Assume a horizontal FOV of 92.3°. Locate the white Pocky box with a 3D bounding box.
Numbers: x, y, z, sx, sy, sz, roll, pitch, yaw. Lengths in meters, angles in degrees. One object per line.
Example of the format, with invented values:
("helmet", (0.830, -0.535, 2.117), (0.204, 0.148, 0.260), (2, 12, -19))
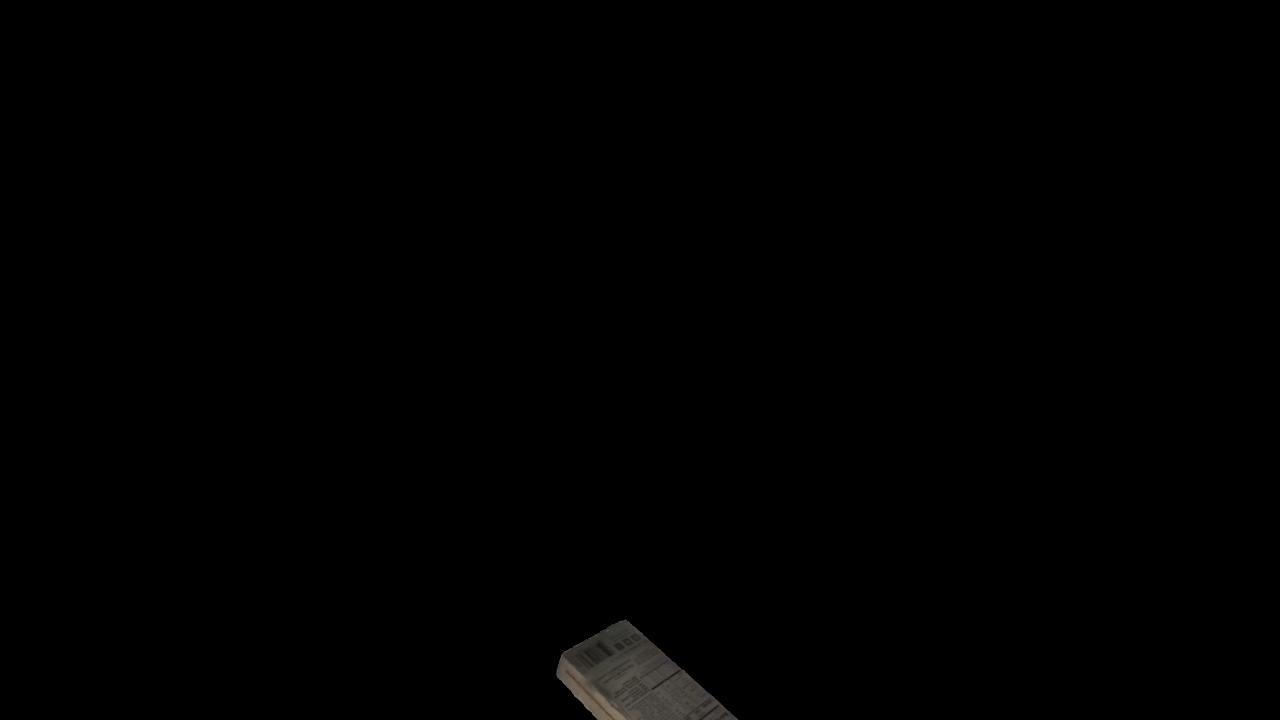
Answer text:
("white Pocky box", (0.010, 0.287, 0.515), (0.154, 0.028, 0.084), (27, 19, 37))
